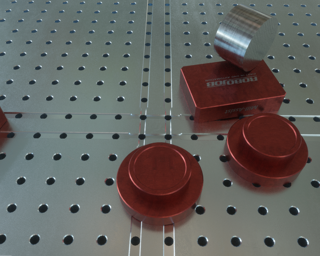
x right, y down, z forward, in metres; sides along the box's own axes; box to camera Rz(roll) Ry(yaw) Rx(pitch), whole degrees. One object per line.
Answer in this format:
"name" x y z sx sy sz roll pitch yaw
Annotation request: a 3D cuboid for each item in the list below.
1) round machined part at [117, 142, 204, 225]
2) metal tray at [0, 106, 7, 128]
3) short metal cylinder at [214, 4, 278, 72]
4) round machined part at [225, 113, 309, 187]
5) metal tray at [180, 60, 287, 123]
"round machined part" 0.000 0.055 0.350 0.099 0.042 0.098 0 50 0
"metal tray" -0.285 -0.004 0.403 0.131 0.030 0.090 12 51 9
"short metal cylinder" 0.122 -0.128 0.442 0.080 0.080 0.050 -37 59 -27
"round machined part" 0.133 0.019 0.382 0.099 0.042 0.098 0 50 0
"metal tray" 0.103 -0.059 0.456 0.131 0.030 0.090 -9 51 -8
